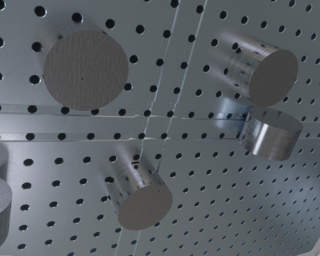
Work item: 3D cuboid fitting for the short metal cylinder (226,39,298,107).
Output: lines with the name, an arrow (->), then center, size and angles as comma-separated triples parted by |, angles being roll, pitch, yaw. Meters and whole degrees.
short metal cylinder -> 0.139, -0.075, 0.424 | 0.081, 0.050, 0.079 | -14, 124, -21

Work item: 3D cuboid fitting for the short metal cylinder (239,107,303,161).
short metal cylinder -> 0.167, 0.007, 0.471 | 0.081, 0.080, 0.050 | -2, 120, -28

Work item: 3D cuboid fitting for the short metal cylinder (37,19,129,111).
short metal cylinder -> -0.078, -0.064, 0.313 | 0.081, 0.050, 0.079 | -14, 124, -21

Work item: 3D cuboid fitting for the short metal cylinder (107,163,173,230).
short metal cylinder -> -0.029, 0.097, 0.439 | 0.081, 0.050, 0.079 | -14, 124, -21

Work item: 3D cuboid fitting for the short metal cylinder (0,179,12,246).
short metal cylinder -> -0.200, 0.090, 0.322 | 0.081, 0.080, 0.050 | 2, 117, -30
